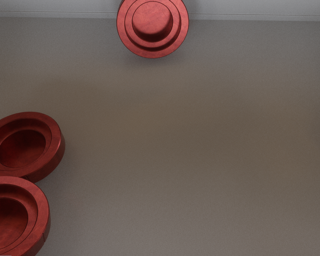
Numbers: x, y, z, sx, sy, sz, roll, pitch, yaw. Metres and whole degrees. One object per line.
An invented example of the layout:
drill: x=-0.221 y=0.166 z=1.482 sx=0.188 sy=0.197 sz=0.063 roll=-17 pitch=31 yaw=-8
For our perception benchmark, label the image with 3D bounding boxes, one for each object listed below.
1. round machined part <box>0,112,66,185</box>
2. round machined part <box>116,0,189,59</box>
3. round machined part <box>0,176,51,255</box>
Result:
round machined part: x=-0.165 y=0.030 z=0.379 sx=0.099 sy=0.042 sz=0.098 roll=0 pitch=52 yaw=1
round machined part: x=-0.011 y=-0.152 z=0.436 sx=0.099 sy=0.097 sz=0.042 roll=-6 pitch=36 yaw=-2
round machined part: x=-0.161 y=0.100 z=0.308 sx=0.099 sy=0.042 sz=0.098 roll=8 pitch=44 yaw=-7
